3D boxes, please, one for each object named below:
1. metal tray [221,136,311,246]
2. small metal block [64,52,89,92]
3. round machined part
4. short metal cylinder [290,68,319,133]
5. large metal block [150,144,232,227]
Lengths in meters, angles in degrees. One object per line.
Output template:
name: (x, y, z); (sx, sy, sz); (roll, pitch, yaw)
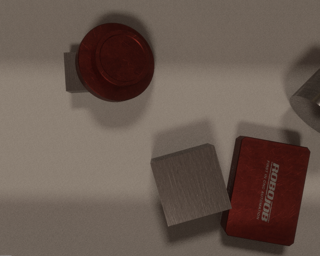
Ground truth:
metal tray: (0.138, 0.081, 0.411); (0.091, 0.030, 0.129); (10, 90, -1)
small metal block: (-0.097, -0.074, 0.410); (0.050, 0.025, 0.050); (-3, 90, -1)
round machined part: (-0.052, -0.082, 0.384); (0.099, 0.042, 0.097); (1, 88, -25)
short metal cylinder: (0.213, -0.030, 0.387); (0.080, 0.080, 0.050); (44, 90, -1)
large metal block: (0.038, 0.070, 0.400); (0.080, 0.050, 0.080); (-16, 90, -1)
